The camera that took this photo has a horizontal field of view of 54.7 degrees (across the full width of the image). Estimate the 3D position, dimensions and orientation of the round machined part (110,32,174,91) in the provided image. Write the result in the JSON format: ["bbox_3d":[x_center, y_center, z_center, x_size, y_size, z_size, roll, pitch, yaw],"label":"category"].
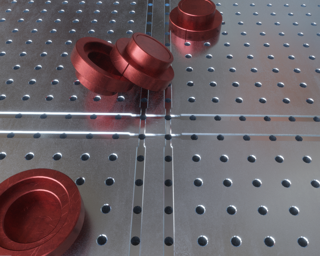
[{"bbox_3d":[-0.020,-0.102,0.452,0.098,0.042,0.098,26,33,-18],"label":"round machined part"}]

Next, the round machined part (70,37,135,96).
[{"bbox_3d":[-0.082,-0.084,0.447,0.099,0.042,0.098,26,34,-18],"label":"round machined part"}]

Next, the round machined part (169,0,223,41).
[{"bbox_3d":[0.066,-0.206,0.571,0.099,0.042,0.098,0,50,0],"label":"round machined part"}]

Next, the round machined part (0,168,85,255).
[{"bbox_3d":[-0.127,0.093,0.316,0.099,0.042,0.098,0,50,0],"label":"round machined part"}]
